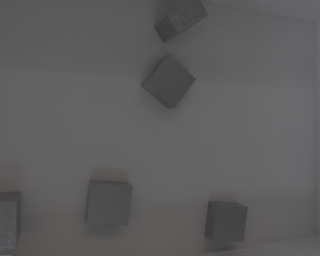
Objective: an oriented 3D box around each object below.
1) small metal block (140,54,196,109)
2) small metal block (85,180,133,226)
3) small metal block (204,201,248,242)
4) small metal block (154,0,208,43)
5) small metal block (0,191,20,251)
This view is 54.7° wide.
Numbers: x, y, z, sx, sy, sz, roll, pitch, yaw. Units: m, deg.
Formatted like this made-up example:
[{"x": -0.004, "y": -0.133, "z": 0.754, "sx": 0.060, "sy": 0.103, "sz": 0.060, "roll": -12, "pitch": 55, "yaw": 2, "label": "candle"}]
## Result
[{"x": 0.011, "y": -0.061, "z": 0.414, "sx": 0.050, "sy": 0.025, "sz": 0.050, "roll": 40, "pitch": 77, "yaw": -16, "label": "small metal block"}, {"x": -0.064, "y": 0.093, "z": 0.387, "sx": 0.050, "sy": 0.025, "sz": 0.050, "roll": 8, "pitch": 87, "yaw": -20, "label": "small metal block"}, {"x": 0.095, "y": 0.134, "z": 0.446, "sx": 0.050, "sy": 0.025, "sz": 0.050, "roll": 9, "pitch": 87, "yaw": -20, "label": "small metal block"}, {"x": 0.026, "y": -0.140, "z": 0.407, "sx": 0.050, "sy": 0.050, "sz": 0.025, "roll": -35, "pitch": 102, "yaw": -17, "label": "small metal block"}, {"x": -0.167, "y": 0.099, "z": 0.336, "sx": 0.025, "sy": 0.050, "sz": 0.050, "roll": 0, "pitch": 90, "yaw": -20, "label": "small metal block"}]
